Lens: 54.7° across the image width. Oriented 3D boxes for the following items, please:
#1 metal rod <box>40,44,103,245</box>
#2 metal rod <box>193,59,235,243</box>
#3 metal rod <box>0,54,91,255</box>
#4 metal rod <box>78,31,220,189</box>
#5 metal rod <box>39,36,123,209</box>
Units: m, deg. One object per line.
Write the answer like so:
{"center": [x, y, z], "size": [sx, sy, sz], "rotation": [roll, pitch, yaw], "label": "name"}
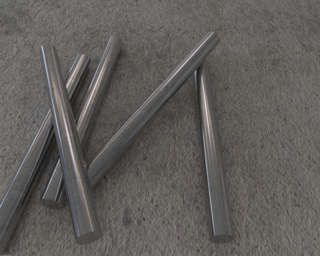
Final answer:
{"center": [-0.116, -0.007, 0.374], "size": [0.025, 0.025, 0.300], "rotation": [-16, 52, -13], "label": "metal rod"}
{"center": [0.062, -0.004, 0.406], "size": [0.025, 0.025, 0.300], "rotation": [0, 50, 0], "label": "metal rod"}
{"center": [-0.144, 0.006, 0.396], "size": [0.025, 0.025, 0.300], "rotation": [6, 50, 5], "label": "metal rod"}
{"center": [-0.004, -0.036, 0.413], "size": [0.025, 0.025, 0.301], "rotation": [28, 61, 22], "label": "metal rod"}
{"center": [-0.096, -0.032, 0.428], "size": [0.025, 0.025, 0.300], "rotation": [6, 50, 5], "label": "metal rod"}
